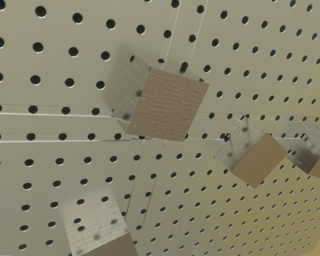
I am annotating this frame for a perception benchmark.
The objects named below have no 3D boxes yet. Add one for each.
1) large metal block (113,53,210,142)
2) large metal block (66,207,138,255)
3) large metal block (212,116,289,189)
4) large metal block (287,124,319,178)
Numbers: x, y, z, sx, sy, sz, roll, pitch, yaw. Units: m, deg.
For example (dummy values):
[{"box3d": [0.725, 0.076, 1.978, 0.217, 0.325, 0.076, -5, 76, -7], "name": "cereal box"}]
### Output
[{"box3d": [0.000, -0.034, 0.373, 0.081, 0.050, 0.080, 10, 114, -33], "name": "large metal block"}, {"box3d": [-0.082, 0.178, 0.460, 0.080, 0.050, 0.080, -22, 127, -15], "name": "large metal block"}, {"box3d": [0.145, 0.041, 0.499, 0.080, 0.050, 0.080, 34, 99, -39], "name": "large metal block"}, {"box3d": [0.306, 0.048, 0.590, 0.080, 0.050, 0.080, 17, 110, -35], "name": "large metal block"}]
